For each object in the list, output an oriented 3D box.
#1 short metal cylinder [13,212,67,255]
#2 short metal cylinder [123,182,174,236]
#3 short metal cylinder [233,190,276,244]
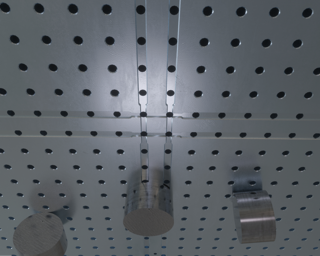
[{"bbox_3d":[-0.207,0.196,0.540,0.081,0.080,0.050,2,130,-2],"label":"short metal cylinder"},{"bbox_3d":[-0.018,0.134,0.509,0.081,0.050,0.079,0,130,0],"label":"short metal cylinder"},{"bbox_3d":[0.149,0.142,0.498,0.050,0.080,0.080,-6,130,5],"label":"short metal cylinder"}]
